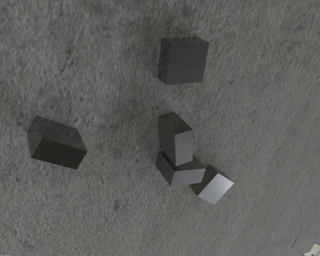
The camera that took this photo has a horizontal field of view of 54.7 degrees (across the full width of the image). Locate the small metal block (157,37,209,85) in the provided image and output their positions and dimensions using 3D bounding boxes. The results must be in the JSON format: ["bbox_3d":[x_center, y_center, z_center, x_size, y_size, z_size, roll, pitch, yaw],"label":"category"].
[{"bbox_3d":[0.027,-0.081,0.373,0.050,0.025,0.050,-8,122,-25],"label":"small metal block"}]

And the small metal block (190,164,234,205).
[{"bbox_3d":[0.087,0.095,0.515,0.050,0.025,0.050,34,99,-39],"label":"small metal block"}]

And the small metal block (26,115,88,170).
[{"bbox_3d":[-0.114,0.016,0.339,0.050,0.050,0.025,23,106,-37],"label":"small metal block"}]

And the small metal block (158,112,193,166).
[{"bbox_3d":[0.020,0.014,0.412,0.025,0.050,0.050,-17,125,-19],"label":"small metal block"}]

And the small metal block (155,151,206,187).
[{"bbox_3d":[0.028,0.056,0.442,0.050,0.050,0.025,-1,119,-28],"label":"small metal block"}]
